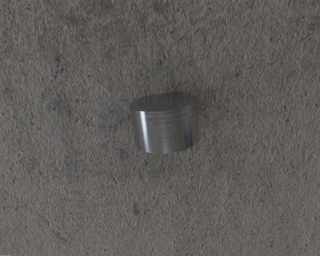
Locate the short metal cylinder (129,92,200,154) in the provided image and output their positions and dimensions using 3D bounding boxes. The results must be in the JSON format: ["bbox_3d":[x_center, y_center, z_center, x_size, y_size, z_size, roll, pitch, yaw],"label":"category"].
[{"bbox_3d":[0.007,-0.009,0.377,0.080,0.080,0.050,-6,110,2],"label":"short metal cylinder"}]
